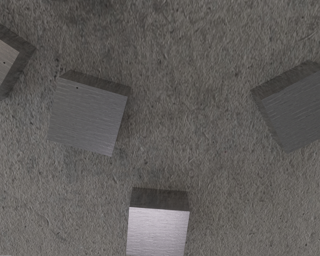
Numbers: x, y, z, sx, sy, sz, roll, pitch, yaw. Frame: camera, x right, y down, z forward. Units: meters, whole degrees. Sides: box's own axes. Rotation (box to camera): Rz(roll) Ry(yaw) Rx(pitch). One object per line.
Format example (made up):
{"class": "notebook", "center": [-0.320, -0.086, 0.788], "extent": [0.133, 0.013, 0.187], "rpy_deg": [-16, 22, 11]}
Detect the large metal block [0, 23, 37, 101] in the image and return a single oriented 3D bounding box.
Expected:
{"class": "large metal block", "center": [-0.210, -0.083, 0.364], "extent": [0.080, 0.050, 0.080], "rpy_deg": [35, 106, -12]}

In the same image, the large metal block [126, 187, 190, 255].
{"class": "large metal block", "center": [-0.004, 0.136, 0.446], "extent": [0.081, 0.050, 0.079], "rpy_deg": [5, 110, -2]}

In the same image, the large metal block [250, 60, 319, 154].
{"class": "large metal block", "center": [0.172, -0.027, 0.388], "extent": [0.080, 0.050, 0.080], "rpy_deg": [-28, 108, 10]}

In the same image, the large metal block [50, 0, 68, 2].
{"class": "large metal block", "center": [-0.091, -0.189, 0.326], "extent": [0.080, 0.050, 0.080], "rpy_deg": [-20, 109, 7]}

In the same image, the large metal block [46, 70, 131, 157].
{"class": "large metal block", "center": [-0.087, -0.020, 0.388], "extent": [0.080, 0.050, 0.079], "rpy_deg": [16, 109, -6]}
